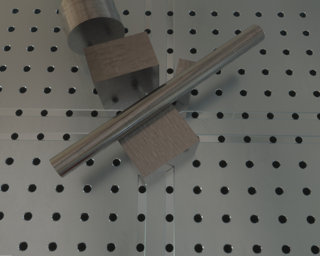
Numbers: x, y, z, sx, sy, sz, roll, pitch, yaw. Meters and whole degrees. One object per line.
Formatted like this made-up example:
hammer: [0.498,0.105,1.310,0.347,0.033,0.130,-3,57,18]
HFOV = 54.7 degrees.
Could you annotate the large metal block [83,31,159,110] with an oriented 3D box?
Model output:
large metal block: [-0.047,-0.073,0.409,0.081,0.080,0.050,-17,71,-6]

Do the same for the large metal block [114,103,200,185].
large metal block: [-0.008,0.013,0.393,0.080,0.050,0.080,-33,74,-11]

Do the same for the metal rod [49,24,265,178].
metal rod: [0.007,-0.040,0.372,0.301,0.025,0.025,-35,74,-12]

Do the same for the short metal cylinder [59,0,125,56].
short metal cylinder: [-0.095,-0.146,0.435,0.080,0.080,0.050,-19,71,-7]

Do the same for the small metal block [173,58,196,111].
small metal block: [0.031,-0.057,0.420,0.025,0.050,0.050,13,71,5]
